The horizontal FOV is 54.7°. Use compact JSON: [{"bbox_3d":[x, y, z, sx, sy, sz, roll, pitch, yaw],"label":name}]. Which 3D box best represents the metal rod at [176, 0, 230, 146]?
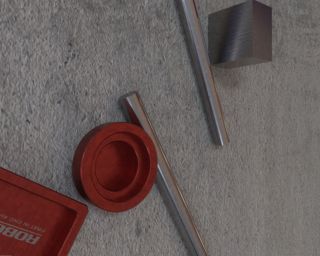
[{"bbox_3d":[0.056,-0.115,0.453,0.025,0.025,0.298,-28,108,-37],"label":"metal rod"}]

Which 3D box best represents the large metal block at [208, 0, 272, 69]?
[{"bbox_3d":[0.121,-0.138,0.473,0.050,0.080,0.079,-1,91,-40],"label":"large metal block"}]

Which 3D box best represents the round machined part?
[{"bbox_3d":[-0.053,0.042,0.351,0.099,0.042,0.097,0,90,-40],"label":"round machined part"}]

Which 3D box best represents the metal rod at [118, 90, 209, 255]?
[{"bbox_3d":[0.017,0.090,0.421,0.025,0.025,0.299,-36,113,-34],"label":"metal rod"}]

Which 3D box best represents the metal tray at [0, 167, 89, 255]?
[{"bbox_3d":[-0.142,0.089,0.283,0.130,0.030,0.090,37,67,-34],"label":"metal tray"}]
